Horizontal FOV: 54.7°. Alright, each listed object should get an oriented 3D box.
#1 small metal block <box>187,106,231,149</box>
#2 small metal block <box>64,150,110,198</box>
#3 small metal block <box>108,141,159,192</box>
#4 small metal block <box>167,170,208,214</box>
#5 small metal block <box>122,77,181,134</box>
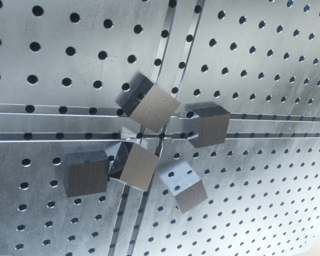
[{"bbox_3d":[0.071,-0.002,0.451,0.050,0.025,0.050,-9,122,-24],"label":"small metal block"},{"bbox_3d":[-0.095,0.058,0.397,0.050,0.025,0.050,-4,120,-27],"label":"small metal block"},{"bbox_3d":[-0.034,0.051,0.412,0.050,0.025,0.050,34,68,-39],"label":"small metal block"},{"bbox_3d":[0.046,0.105,0.503,0.050,0.025,0.050,-30,129,-10],"label":"small metal block"},{"bbox_3d":[-0.010,-0.028,0.390,0.050,0.025,0.050,31,101,-39],"label":"small metal block"}]
